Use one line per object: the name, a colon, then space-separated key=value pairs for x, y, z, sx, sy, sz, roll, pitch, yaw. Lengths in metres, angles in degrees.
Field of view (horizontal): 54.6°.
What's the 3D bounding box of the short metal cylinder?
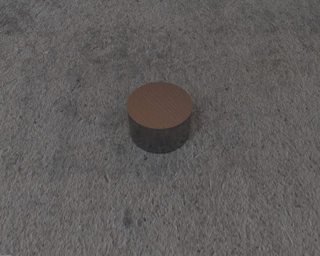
short metal cylinder: x=0.000 y=-0.014 z=0.399 sx=0.080 sy=0.050 sz=0.080 roll=0 pitch=50 yaw=0
